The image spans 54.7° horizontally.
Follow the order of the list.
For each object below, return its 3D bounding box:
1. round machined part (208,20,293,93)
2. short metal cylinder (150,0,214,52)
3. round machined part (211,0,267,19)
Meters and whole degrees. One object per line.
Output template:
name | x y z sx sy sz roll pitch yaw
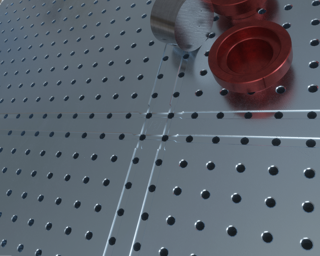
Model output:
round machined part | 0.114 -0.084 0.389 0.098 0.042 0.098 -13 56 20
short metal cylinder | 0.033 -0.158 0.451 0.050 0.080 0.080 33 80 38
round machined part | 0.119 -0.201 0.457 0.098 0.042 0.098 -13 56 20
